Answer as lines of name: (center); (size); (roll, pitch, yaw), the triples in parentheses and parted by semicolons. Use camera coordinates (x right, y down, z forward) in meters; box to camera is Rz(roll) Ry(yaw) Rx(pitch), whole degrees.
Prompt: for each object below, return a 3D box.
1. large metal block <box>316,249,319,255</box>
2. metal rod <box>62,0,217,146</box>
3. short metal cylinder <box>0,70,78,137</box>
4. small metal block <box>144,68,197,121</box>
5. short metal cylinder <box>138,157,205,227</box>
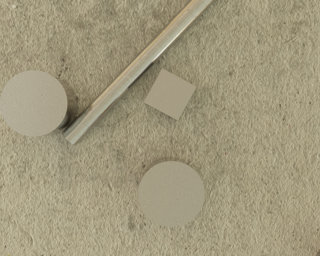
large metal block: (0.256, 0.185, 0.386); (0.080, 0.080, 0.050); (30, 90, -1)
metal rod: (-0.016, -0.094, 0.409); (0.025, 0.025, 0.300); (44, 90, -1)
short metal cylinder: (-0.151, -0.030, 0.395); (0.081, 0.050, 0.079); (0, 90, -1)
small metal block: (0.013, -0.043, 0.410); (0.050, 0.025, 0.050); (28, 90, -1)
short metal cylinder: (0.014, 0.079, 0.398); (0.081, 0.050, 0.079); (0, 90, -1)
